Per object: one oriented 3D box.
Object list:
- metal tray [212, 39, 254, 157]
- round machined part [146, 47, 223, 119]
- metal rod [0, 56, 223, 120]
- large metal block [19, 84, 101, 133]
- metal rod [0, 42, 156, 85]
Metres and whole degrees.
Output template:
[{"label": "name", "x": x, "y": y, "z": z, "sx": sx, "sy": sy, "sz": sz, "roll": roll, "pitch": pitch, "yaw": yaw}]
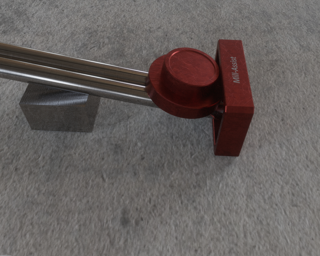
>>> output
[{"label": "metal tray", "x": 0.087, "y": -0.040, "z": 0.396, "sx": 0.030, "sy": 0.089, "sz": 0.130, "roll": 3, "pitch": 50, "yaw": 2}, {"label": "round machined part", "x": 0.035, "y": -0.062, "z": 0.383, "sx": 0.099, "sy": 0.042, "sz": 0.098, "roll": 7, "pitch": 52, "yaw": -9}, {"label": "metal rod", "x": -0.066, "y": -0.050, "z": 0.387, "sx": 0.302, "sy": 0.025, "sz": 0.025, "roll": 10, "pitch": 50, "yaw": -8}, {"label": "large metal block", "x": -0.128, "y": -0.042, "z": 0.417, "sx": 0.080, "sy": 0.050, "sz": 0.080, "roll": 3, "pitch": 50, "yaw": 2}, {"label": "metal rod", "x": -0.064, "y": -0.070, "z": 0.404, "sx": 0.302, "sy": 0.025, "sz": 0.025, "roll": 10, "pitch": 50, "yaw": -9}]
